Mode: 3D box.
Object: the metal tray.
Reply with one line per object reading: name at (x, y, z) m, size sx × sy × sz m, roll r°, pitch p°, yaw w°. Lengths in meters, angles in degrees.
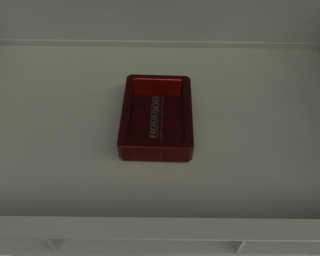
metal tray at (-0.004, -0.017, 0.412) m, size 0.091 × 0.030 × 0.130 m, roll 2°, pitch 50°, yaw 0°
